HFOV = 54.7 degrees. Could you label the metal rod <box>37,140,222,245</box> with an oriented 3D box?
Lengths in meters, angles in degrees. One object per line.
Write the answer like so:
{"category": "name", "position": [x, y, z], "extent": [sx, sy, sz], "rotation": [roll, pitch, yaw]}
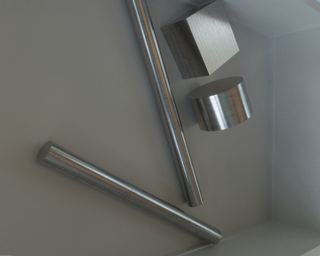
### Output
{"category": "metal rod", "position": [-0.015, 0.096, 0.395], "extent": [0.301, 0.025, 0.025], "rotation": [36, 68, -35]}

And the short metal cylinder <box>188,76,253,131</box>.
{"category": "short metal cylinder", "position": [0.087, -0.036, 0.446], "extent": [0.081, 0.080, 0.050], "rotation": [-34, 112, -35]}

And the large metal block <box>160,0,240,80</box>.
{"category": "large metal block", "position": [0.059, -0.126, 0.442], "extent": [0.080, 0.050, 0.080], "rotation": [-41, 115, -32]}

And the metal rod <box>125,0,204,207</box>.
{"category": "metal rod", "position": [0.009, -0.029, 0.416], "extent": [0.025, 0.025, 0.298], "rotation": [-28, 108, -37]}
